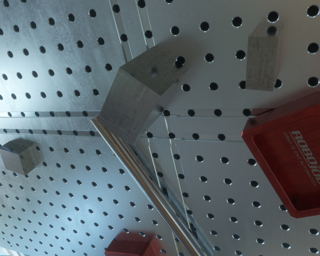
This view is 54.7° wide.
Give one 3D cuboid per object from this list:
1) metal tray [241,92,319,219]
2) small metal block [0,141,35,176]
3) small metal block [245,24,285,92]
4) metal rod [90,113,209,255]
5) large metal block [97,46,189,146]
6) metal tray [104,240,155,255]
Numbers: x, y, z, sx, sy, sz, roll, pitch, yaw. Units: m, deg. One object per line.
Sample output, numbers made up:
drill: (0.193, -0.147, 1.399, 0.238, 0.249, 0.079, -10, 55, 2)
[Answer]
metal tray: (0.163, 0.036, 0.344, 0.090, 0.030, 0.130, -25, 105, 37)
small metal block: (-0.273, 0.058, 0.592, 0.050, 0.025, 0.050, 13, 124, 21)
small metal block: (0.102, -0.069, 0.299, 0.025, 0.050, 0.050, 9, 122, 23)
metal rod: (-0.008, 0.103, 0.478, 0.025, 0.025, 0.299, -25, 105, 37)
large metal block: (-0.020, -0.039, 0.362, 0.050, 0.080, 0.079, 36, 129, 4)
metal tray: (-0.042, 0.279, 0.603, 0.090, 0.030, 0.129, -9, 114, 32)
